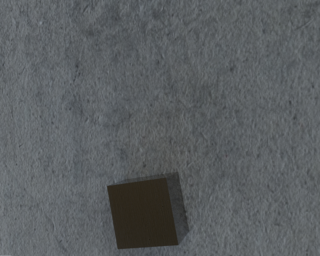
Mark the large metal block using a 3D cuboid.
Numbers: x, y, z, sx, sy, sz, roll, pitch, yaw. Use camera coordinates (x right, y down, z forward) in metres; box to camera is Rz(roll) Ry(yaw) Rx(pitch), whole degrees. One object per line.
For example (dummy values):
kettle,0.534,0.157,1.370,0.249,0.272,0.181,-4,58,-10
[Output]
large metal block,-0.014,0.105,0.400,0.080,0.050,0.080,-11,86,19
